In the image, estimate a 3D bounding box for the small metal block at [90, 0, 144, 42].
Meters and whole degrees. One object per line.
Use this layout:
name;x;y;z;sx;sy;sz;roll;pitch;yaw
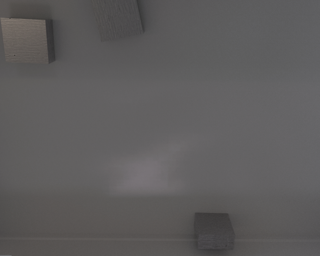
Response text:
small metal block;-0.049;-0.132;0.362;0.050;0.025;0.050;-11;110;4

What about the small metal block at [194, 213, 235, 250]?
small metal block;0.078;0.150;0.454;0.050;0.050;0.025;2;110;-1

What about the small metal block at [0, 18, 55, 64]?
small metal block;-0.157;-0.105;0.371;0.050;0.025;0.050;2;110;-1
